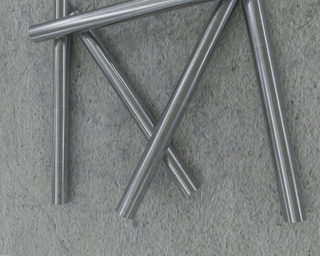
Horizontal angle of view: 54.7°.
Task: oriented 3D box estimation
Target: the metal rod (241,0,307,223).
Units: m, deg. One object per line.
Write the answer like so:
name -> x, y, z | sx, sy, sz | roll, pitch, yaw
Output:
metal rod -> 0.129, -0.042, 0.363 | 0.025, 0.025, 0.298 | -11, 86, 19

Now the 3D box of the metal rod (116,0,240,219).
metal rod -> 0.022, -0.028, 0.381 | 0.025, 0.025, 0.299 | 26, 91, 18

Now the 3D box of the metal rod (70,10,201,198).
metal rod -> -0.041, -0.040, 0.423 | 0.025, 0.025, 0.299 | -37, 78, 16

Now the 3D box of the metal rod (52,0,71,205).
metal rod -> -0.146, -0.038, 0.460 | 0.025, 0.025, 0.298 | 1, 90, 20

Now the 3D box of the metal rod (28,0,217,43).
metal rod -> -0.038, -0.150, 0.394 | 0.301, 0.025, 0.025 | -6, 88, 19
